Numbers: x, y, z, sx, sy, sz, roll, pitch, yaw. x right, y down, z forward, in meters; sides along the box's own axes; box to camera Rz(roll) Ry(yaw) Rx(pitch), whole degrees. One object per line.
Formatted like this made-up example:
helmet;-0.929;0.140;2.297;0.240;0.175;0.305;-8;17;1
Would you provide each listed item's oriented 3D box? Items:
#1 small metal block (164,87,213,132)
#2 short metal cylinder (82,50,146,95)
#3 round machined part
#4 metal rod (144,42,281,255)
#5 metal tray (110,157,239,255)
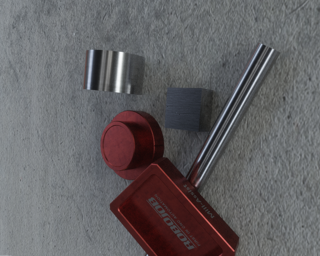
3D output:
small metal block;0.035;-0.023;0.377;0.050;0.025;0.050;7;95;39
short metal cylinder;-0.062;-0.074;0.420;0.080;0.081;0.050;10;97;39
round machined part;-0.045;0.024;0.431;0.098;0.042;0.097;0;90;40
metal rod;0.050;0.046;0.363;0.025;0.025;0.298;38;113;33
metal tray;0.014;0.110;0.359;0.130;0.030;0.090;48;114;9
